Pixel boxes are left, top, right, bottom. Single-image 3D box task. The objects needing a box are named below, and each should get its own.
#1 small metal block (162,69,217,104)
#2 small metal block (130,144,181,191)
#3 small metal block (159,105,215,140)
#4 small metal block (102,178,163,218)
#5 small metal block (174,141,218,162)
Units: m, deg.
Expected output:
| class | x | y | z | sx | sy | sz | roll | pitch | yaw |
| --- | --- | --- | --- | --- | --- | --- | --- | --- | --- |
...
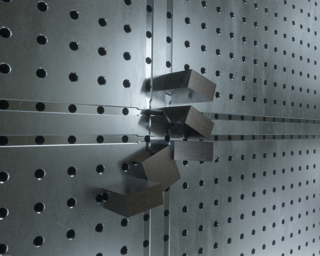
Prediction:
| class | x | y | z | sx | sy | sz | roll | pitch | yaw |
| --- | --- | --- | --- | --- | --- | --- | --- | --- | --- |
| small metal block | 0.040 | -0.056 | 0.425 | 0.050 | 0.050 | 0.025 | 23 | 76 | -38 |
| small metal block | -0.005 | 0.054 | 0.404 | 0.050 | 0.025 | 0.050 | -30 | 109 | -36 |
| small metal block | 0.037 | -0.007 | 0.422 | 0.050 | 0.050 | 0.025 | 33 | 70 | -35 |
| small metal block | -0.032 | 0.080 | 0.365 | 0.050 | 0.050 | 0.025 | -11 | 97 | -39 |
| small metal block | 0.050 | 0.030 | 0.421 | 0.050 | 0.050 | 0.025 | 3 | 88 | -73 |
